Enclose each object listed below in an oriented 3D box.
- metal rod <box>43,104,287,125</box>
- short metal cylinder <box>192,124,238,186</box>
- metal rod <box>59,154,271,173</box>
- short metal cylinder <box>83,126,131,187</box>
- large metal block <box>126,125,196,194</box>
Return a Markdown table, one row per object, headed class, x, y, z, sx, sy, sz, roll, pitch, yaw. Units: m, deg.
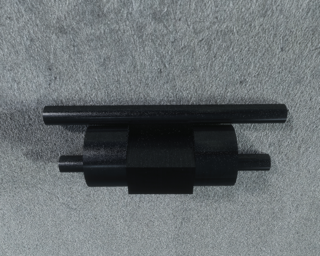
| class | x | y | z | sx | sy | sz | roll | pitch | yaw |
| --- | --- | --- | --- | --- | --- | --- | --- | --- | --- |
| metal rod | 0.007 | -0.017 | 0.394 | 0.302 | 0.025 | 0.025 | 0 | 130 | 0 |
| short metal cylinder | 0.067 | 0.035 | 0.402 | 0.050 | 0.080 | 0.079 | -1 | 130 | 0 |
| metal rod | 0.007 | 0.051 | 0.453 | 0.302 | 0.025 | 0.025 | 0 | 130 | 0 |
| short metal cylinder | -0.065 | 0.036 | 0.402 | 0.050 | 0.080 | 0.079 | -1 | 130 | 0 |
| large metal block | 0.001 | 0.038 | 0.402 | 0.081 | 0.080 | 0.050 | 0 | 130 | 0 |
